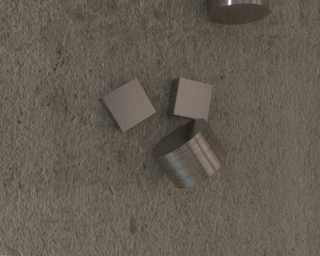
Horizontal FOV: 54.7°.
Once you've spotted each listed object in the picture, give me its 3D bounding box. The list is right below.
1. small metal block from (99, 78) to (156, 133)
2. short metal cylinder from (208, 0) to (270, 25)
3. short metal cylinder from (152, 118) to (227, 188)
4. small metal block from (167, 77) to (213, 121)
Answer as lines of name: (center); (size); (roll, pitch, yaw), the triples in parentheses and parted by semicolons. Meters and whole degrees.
small metal block: (-0.041, -0.029, 0.395); (0.050, 0.025, 0.050); (-33, 101, -17)
short metal cylinder: (0.107, -0.178, 0.420); (0.081, 0.080, 0.050); (0, 90, -20)
short metal cylinder: (0.037, 0.031, 0.395); (0.080, 0.080, 0.050); (-39, 103, -16)
small metal block: (0.041, -0.038, 0.425); (0.050, 0.025, 0.050); (11, 86, -20)
